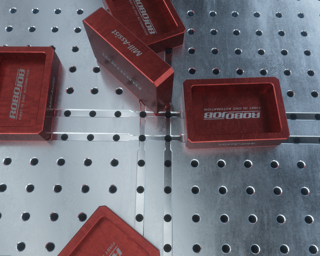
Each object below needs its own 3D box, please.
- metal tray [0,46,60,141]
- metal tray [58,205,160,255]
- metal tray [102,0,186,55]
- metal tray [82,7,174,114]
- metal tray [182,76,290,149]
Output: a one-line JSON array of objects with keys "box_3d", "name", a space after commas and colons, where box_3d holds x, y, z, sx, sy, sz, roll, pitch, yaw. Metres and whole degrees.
[{"box_3d": [-0.193, -0.049, 0.424, 0.091, 0.030, 0.130, 0, 70, -1], "name": "metal tray"}, {"box_3d": [-0.073, 0.166, 0.347, 0.090, 0.030, 0.130, 37, 74, 12], "name": "metal tray"}, {"box_3d": [-0.028, -0.174, 0.472, 0.091, 0.030, 0.130, -22, 72, -8], "name": "metal tray"}, {"box_3d": [-0.040, -0.085, 0.407, 0.130, 0.090, 0.030, 43, 76, 14], "name": "metal tray"}, {"box_3d": [0.098, -0.021, 0.417, 0.131, 0.030, 0.090, -2, 70, -1], "name": "metal tray"}]
